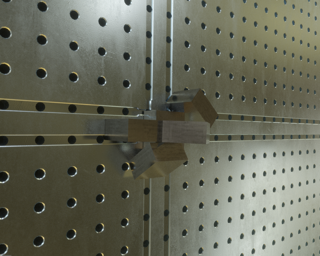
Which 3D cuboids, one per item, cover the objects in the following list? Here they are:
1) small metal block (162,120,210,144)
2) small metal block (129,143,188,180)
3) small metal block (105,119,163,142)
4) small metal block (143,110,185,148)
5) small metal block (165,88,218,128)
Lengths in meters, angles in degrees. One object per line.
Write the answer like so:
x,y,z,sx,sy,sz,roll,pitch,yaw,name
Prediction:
0.033,0.005,0.374,0.050,0.050,0.025,7,85,-77,small metal block
-0.002,0.041,0.387,0.050,0.050,0.025,2,58,-40,small metal block
-0.030,0.003,0.366,0.050,0.050,0.025,2,89,-39,small metal block
0.006,0.003,0.413,0.050,0.025,0.050,2,89,-41,small metal block
0.044,-0.026,0.428,0.050,0.050,0.025,51,60,-28,small metal block
